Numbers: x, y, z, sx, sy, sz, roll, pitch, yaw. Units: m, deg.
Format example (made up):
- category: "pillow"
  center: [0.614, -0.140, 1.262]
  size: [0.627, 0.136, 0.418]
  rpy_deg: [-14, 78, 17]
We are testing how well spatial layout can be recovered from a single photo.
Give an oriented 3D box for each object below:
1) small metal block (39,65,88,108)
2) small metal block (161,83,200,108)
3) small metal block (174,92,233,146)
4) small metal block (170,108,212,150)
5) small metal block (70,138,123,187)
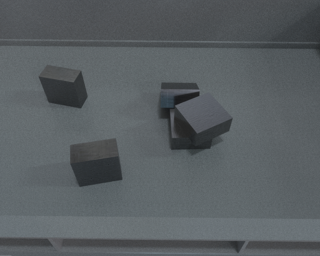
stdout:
- category: "small metal block"
  center: [-0.135, -0.058, 0.436]
  size: [0.050, 0.050, 0.025]
  rpy_deg: [10, 51, 8]
- category: "small metal block"
  center: [0.027, -0.046, 0.429]
  size: [0.050, 0.025, 0.050]
  rpy_deg: [1, 18, 1]
- category: "small metal block"
  center: [0.052, -0.012, 0.383]
  size: [0.050, 0.025, 0.050]
  rpy_deg: [-23, 54, -18]
- category: "small metal block"
  center: [0.039, 0.000, 0.405]
  size: [0.050, 0.025, 0.050]
  rpy_deg: [-1, 50, -2]
- category: "small metal block"
  center: [-0.072, 0.040, 0.354]
  size: [0.050, 0.050, 0.025]
  rpy_deg: [-9, 51, -7]
